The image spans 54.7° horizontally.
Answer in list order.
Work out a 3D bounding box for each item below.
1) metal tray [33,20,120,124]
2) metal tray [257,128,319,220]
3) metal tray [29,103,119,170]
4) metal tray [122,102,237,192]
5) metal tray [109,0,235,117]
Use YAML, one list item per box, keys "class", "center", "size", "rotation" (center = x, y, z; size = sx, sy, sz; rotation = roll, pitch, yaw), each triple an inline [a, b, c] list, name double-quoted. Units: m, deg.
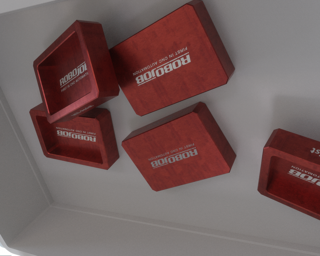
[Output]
- class: "metal tray"
  center: [-0.110, -0.064, 0.389]
  size: [0.130, 0.030, 0.090]
  rotation: [-19, 86, 44]
- class: "metal tray"
  center: [0.172, 0.060, 0.319]
  size: [0.130, 0.030, 0.090]
  rotation: [22, 145, 28]
- class: "metal tray"
  center: [-0.133, 0.011, 0.482]
  size: [0.130, 0.030, 0.089]
  rotation: [7, 122, 24]
- class: "metal tray"
  center: [0.022, 0.030, 0.412]
  size: [0.130, 0.030, 0.090]
  rotation: [-23, 106, 36]
- class: "metal tray"
  center: [0.007, -0.074, 0.356]
  size: [0.130, 0.030, 0.090]
  rotation: [-19, 109, 35]
